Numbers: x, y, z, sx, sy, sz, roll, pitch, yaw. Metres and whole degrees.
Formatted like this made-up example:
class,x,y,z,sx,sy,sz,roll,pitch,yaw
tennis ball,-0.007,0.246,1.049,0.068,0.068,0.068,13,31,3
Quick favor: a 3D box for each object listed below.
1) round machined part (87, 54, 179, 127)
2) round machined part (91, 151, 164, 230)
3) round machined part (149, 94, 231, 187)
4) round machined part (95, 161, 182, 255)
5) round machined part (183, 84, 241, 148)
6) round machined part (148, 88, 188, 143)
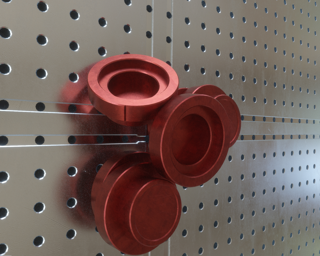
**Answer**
class,x,y,z,sx,sy,sz,roll,pitch,yaw
round machined part,-0.030,-0.039,0.347,0.099,0.098,0.042,-34,147,-35
round machined part,-0.024,0.076,0.350,0.099,0.042,0.097,0,90,-40
round machined part,0.028,0.011,0.337,0.099,0.042,0.097,-8,103,-36
round machined part,-0.015,0.085,0.329,0.099,0.042,0.097,0,90,-40
round machined part,0.066,-0.007,0.397,0.099,0.042,0.097,1,89,-40
round machined part,0.036,-0.003,0.400,0.099,0.042,0.097,0,90,-40
